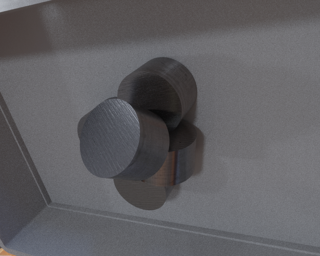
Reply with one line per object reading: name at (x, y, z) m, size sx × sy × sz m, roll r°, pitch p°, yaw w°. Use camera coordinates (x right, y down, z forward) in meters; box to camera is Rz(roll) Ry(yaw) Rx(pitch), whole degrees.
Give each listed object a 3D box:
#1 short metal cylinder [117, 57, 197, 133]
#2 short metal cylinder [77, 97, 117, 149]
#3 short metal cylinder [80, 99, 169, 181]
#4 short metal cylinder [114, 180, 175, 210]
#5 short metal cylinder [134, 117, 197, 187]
short metal cylinder at (-0.003, -0.038, 0.367) m, size 0.080 × 0.050 × 0.079 m, roll 13°, pitch 124°, yaw 20°
short metal cylinder at (-0.064, 0.004, 0.424) m, size 0.080 × 0.050 × 0.079 m, roll 13°, pitch 124°, yaw 20°
short metal cylinder at (-0.037, 0.014, 0.327) m, size 0.080 × 0.050 × 0.080 m, roll -9°, pitch 74°, yaw 33°
short metal cylinder at (-0.018, 0.069, 0.441) m, size 0.080 × 0.050 × 0.079 m, roll 13°, pitch 124°, yaw 20°
short metal cylinder at (0.004, 0.027, 0.385) m, size 0.080 × 0.080 × 0.050 m, roll 13°, pitch 124°, yaw 21°
